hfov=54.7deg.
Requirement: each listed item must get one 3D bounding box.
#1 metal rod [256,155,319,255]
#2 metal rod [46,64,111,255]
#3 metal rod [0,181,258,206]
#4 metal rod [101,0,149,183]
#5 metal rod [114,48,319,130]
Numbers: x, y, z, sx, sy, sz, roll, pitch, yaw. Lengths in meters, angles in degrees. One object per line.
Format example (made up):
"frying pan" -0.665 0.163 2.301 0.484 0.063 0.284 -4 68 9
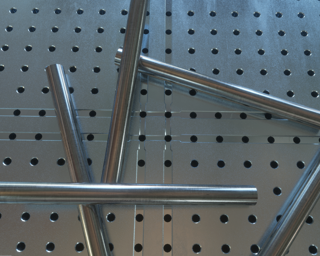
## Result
"metal rod" 0.163 0.106 0.374 0.025 0.025 0.301 37 74 12
"metal rod" -0.103 0.050 0.392 0.025 0.025 0.299 -17 71 -6
"metal rod" -0.034 0.077 0.362 0.302 0.025 0.025 2 70 -8
"metal rod" -0.043 -0.068 0.414 0.025 0.025 0.299 7 78 2
"metal rod" 0.081 -0.056 0.433 0.301 0.025 0.025 19 71 6
